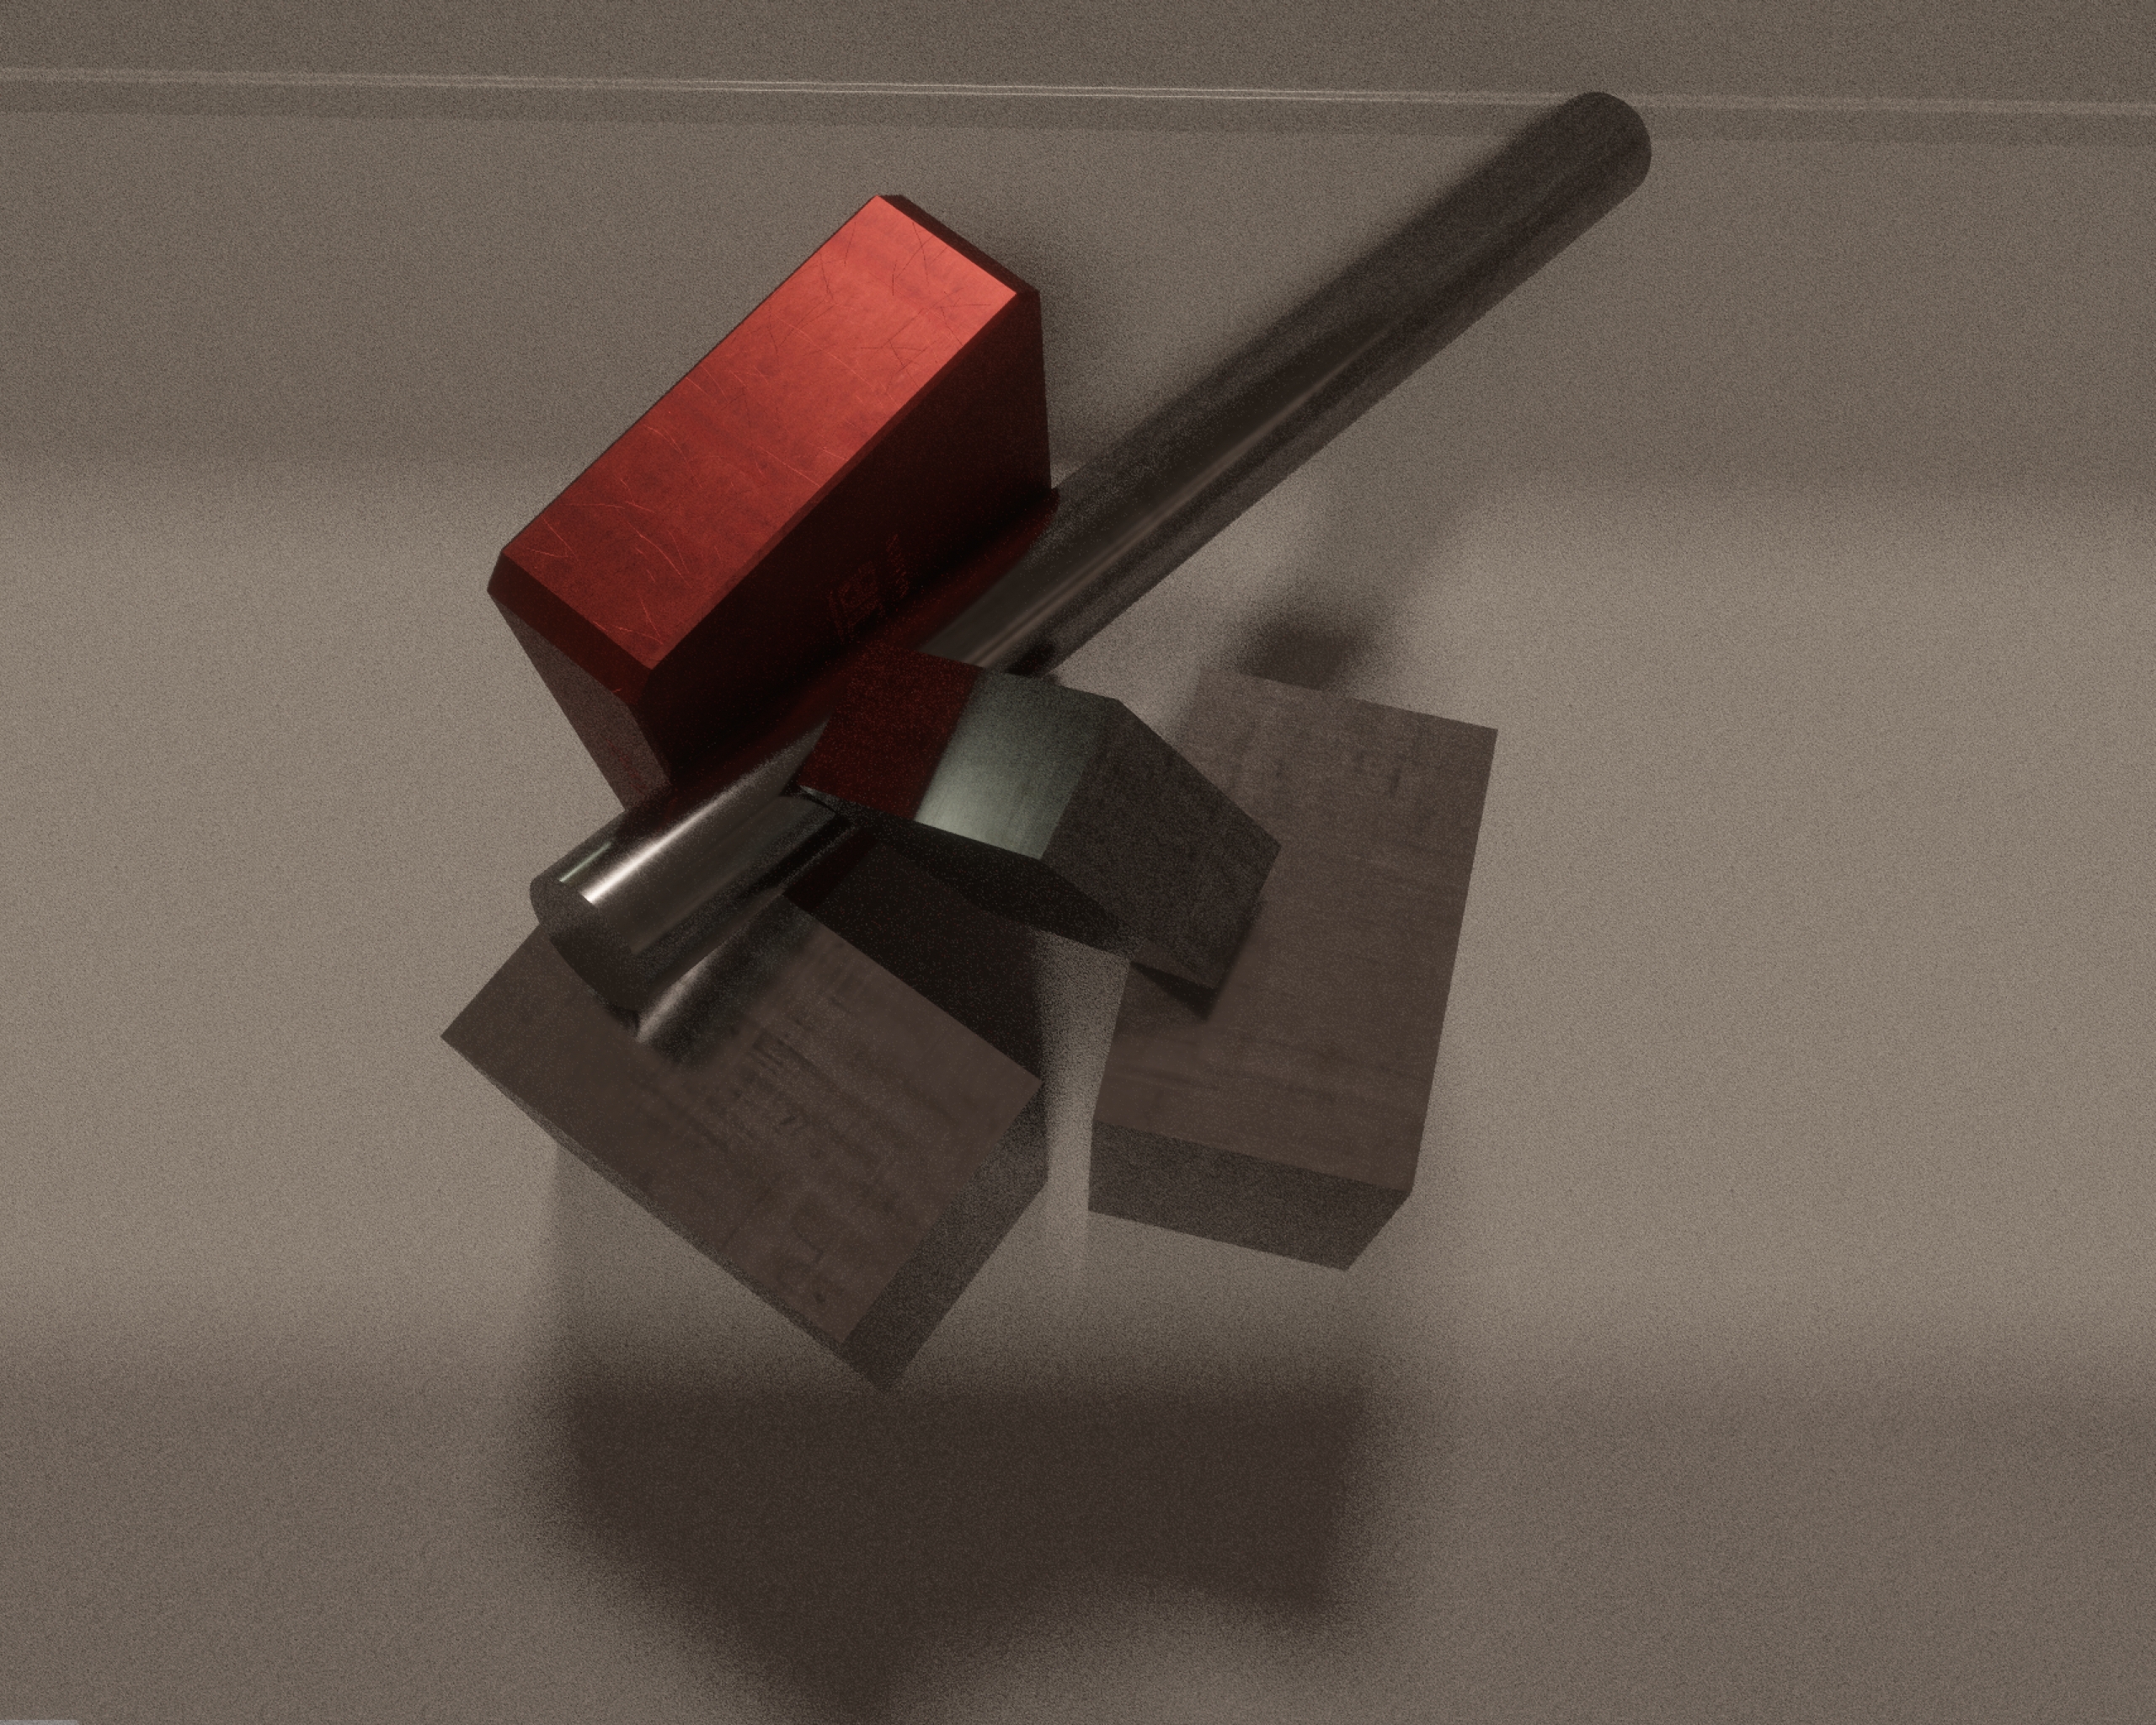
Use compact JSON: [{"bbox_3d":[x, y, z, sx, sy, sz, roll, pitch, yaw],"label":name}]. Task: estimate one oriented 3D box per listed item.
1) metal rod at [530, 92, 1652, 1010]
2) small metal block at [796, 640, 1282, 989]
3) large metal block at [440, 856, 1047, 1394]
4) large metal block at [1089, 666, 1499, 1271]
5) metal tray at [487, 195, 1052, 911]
[{"bbox_3d":[0.022,-0.074,0.388,0.025,0.025,0.302,40,57,13],"label":"metal rod"},{"bbox_3d":[-0.005,-0.007,0.319,0.050,0.050,0.025,17,77,39],"label":"small metal block"},{"bbox_3d":[-0.053,0.044,0.364,0.080,0.080,0.050,35,74,11],"label":"large metal block"},{"bbox_3d":[0.036,0.022,0.372,0.050,0.080,0.080,13,71,4],"label":"large metal block"},{"bbox_3d":[-0.045,-0.044,0.367,0.030,0.130,0.090,38,75,13],"label":"metal tray"}]
